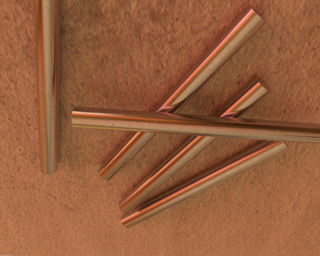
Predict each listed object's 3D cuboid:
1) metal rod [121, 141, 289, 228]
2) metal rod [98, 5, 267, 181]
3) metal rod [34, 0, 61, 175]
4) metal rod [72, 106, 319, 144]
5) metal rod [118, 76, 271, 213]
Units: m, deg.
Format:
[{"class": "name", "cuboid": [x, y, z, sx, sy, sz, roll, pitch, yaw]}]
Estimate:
[{"class": "metal rod", "cuboid": [0.055, 0.091, 0.485, 0.299, 0.025, 0.025, -33, 123, 24]}, {"class": "metal rod", "cuboid": [0.008, -0.024, 0.387, 0.025, 0.025, 0.299, 30, 124, -23]}, {"class": "metal rod", "cuboid": [-0.130, -0.052, 0.360, 0.025, 0.025, 0.298, 9, 130, -9]}, {"class": "metal rod", "cuboid": [0.051, -0.003, 0.371, 0.302, 0.025, 0.025, 4, 130, -4]}, {"class": "metal rod", "cuboid": [0.032, 0.039, 0.441, 0.025, 0.025, 0.299, 30, 124, -23]}]
